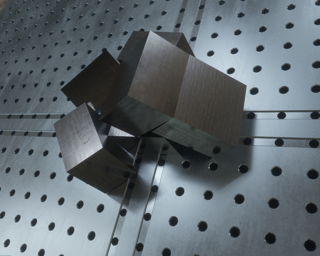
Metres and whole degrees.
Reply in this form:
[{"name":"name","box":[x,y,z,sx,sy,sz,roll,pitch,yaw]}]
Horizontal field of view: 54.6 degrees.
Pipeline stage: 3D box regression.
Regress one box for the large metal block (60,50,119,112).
[{"name":"large metal block","box":[-0.086,-0.061,0.449,0.080,0.080,0.050,-41,95,0]}]

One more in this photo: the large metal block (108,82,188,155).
[{"name":"large metal block","box":[-0.010,-0.013,0.407,0.080,0.050,0.080,1,62,29]}]

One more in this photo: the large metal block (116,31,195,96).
[{"name":"large metal block","box":[0.002,-0.085,0.425,0.080,0.080,0.050,14,69,34]}]

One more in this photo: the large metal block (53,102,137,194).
[{"name":"large metal block","box":[-0.083,0.027,0.400,0.050,0.080,0.080,-34,52,5]}]

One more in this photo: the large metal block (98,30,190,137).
[{"name":"large metal block","box":[-0.019,-0.044,0.341,0.080,0.050,0.080,-28,41,56]}]

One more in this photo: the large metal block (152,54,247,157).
[{"name":"large metal block","box":[0.046,-0.023,0.353,0.050,0.080,0.080,-33,37,58]}]
